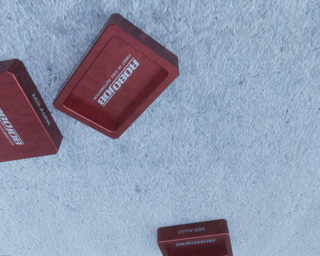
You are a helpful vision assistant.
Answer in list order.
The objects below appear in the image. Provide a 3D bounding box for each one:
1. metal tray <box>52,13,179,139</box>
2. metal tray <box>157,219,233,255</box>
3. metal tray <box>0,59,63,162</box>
[{"bbox_3d":[-0.052,-0.052,0.358,0.090,0.030,0.129,31,123,-24],"label":"metal tray"},{"bbox_3d":[0.068,0.219,0.591,0.131,0.030,0.090,-10,130,8],"label":"metal tray"},{"bbox_3d":[-0.191,-0.016,0.388,0.090,0.030,0.129,-9,130,7],"label":"metal tray"}]
